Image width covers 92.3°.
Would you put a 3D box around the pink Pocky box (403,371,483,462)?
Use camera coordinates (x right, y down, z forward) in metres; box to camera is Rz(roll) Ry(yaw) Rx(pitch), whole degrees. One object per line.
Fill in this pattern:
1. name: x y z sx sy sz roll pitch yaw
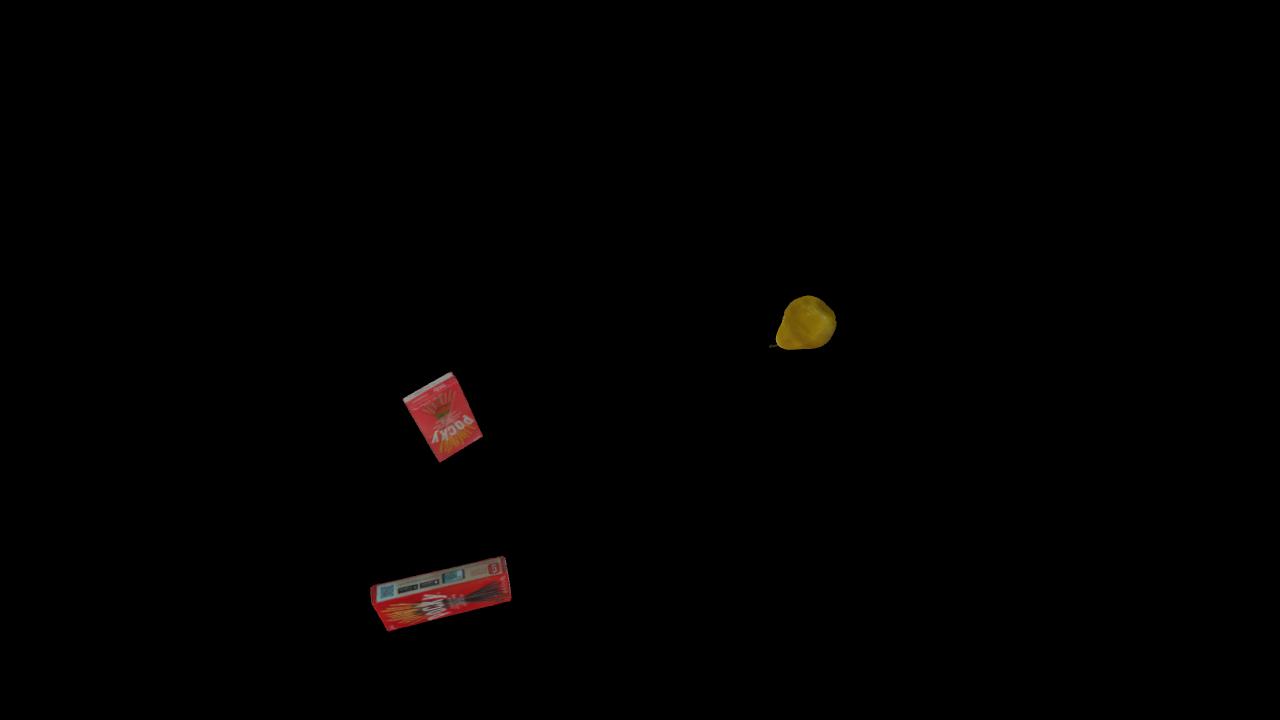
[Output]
1. pink Pocky box: -0.311 0.094 0.985 0.084 0.155 0.029 -32 54 -21

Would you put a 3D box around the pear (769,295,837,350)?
1. pear: 0.240 -0.041 0.929 0.080 0.080 0.111 0 -41 -42

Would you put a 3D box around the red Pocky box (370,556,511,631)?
1. red Pocky box: -0.237 0.285 0.750 0.155 0.028 0.083 -9 -41 -14
